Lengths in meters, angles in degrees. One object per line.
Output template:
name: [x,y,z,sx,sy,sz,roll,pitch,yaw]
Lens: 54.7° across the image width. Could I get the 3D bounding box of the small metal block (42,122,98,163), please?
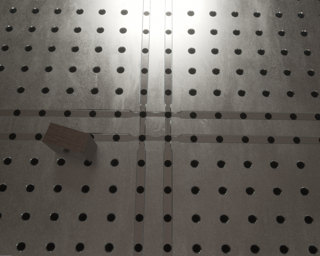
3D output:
small metal block: [-0.111,0.020,0.390,0.050,0.050,0.025,16,71,5]
